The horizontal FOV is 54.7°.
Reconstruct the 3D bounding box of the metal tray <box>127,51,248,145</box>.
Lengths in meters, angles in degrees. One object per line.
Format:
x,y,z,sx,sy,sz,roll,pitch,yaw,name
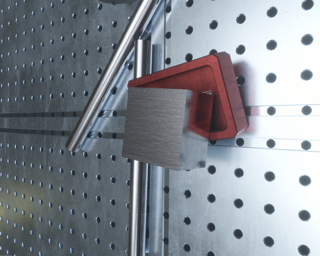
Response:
0.028,-0.028,0.366,0.130,0.030,0.089,-10,100,39,metal tray

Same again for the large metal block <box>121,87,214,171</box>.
0.007,-0.001,0.344,0.080,0.050,0.079,9,94,39,large metal block

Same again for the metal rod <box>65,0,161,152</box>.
-0.074,-0.080,0.467,0.025,0.025,0.298,48,118,29,metal rod

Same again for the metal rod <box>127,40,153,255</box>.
-0.028,0.031,0.430,0.025,0.025,0.298,4,92,39,metal rod

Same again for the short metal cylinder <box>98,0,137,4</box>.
-0.057,-0.212,0.419,0.080,0.081,0.050,-13,82,39,short metal cylinder
